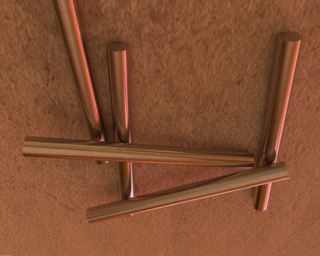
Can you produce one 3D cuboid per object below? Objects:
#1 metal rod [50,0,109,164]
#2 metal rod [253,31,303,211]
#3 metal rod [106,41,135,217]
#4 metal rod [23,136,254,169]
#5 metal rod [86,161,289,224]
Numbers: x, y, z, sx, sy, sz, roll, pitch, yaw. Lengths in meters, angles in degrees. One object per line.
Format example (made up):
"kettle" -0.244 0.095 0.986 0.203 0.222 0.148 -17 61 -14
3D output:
"metal rod" -0.089 -0.071 0.345 0.025 0.025 0.298 -3 130 2
"metal rod" 0.153 0.016 0.423 0.025 0.025 0.298 -5 130 3
"metal rod" -0.050 0.026 0.428 0.025 0.025 0.298 1 130 -1
"metal rod" -0.015 0.034 0.408 0.302 0.025 0.025 5 131 -16
"metal rod" 0.031 0.098 0.456 0.301 0.025 0.025 -16 129 12
